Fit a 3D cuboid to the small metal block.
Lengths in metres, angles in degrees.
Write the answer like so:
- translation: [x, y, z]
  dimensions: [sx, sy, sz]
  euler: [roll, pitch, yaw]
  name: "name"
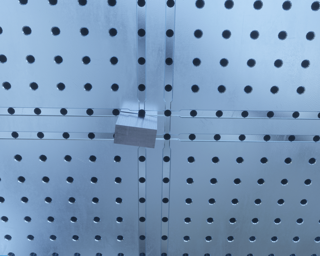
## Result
- translation: [-0.030, 0.002, 0.400]
  dimensions: [0.050, 0.050, 0.025]
  euler: [7, 110, -3]
  name: "small metal block"
